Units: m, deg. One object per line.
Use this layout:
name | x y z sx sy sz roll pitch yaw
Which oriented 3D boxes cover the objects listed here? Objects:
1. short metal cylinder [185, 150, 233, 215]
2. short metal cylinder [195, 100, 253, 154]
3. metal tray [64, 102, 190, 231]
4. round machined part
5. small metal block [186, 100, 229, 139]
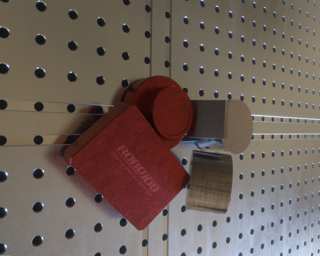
short metal cylinder | 0.064 0.072 0.415 0.050 0.080 0.080 7 84 4
short metal cylinder | 0.096 -0.002 0.470 0.081 0.050 0.079 0 90 -40
metal tray | -0.033 0.045 0.359 0.090 0.030 0.130 -44 118 -14
round machined part | 0.004 -0.019 0.396 0.099 0.042 0.097 0 90 -40
small metal block | 0.065 -0.011 0.419 0.025 0.050 0.050 13 80 -68
